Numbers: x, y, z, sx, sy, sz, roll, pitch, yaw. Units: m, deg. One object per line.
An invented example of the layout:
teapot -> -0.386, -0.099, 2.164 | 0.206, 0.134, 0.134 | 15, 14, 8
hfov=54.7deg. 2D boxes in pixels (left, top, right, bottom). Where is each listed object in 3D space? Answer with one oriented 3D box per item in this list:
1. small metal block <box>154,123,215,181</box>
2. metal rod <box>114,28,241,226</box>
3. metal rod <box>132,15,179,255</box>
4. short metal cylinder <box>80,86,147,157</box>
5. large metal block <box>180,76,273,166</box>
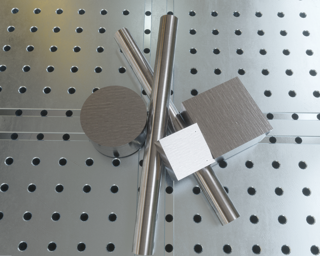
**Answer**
small metal block -> 0.028, 0.028, 0.364 | 0.050, 0.025, 0.050 | -24, 87, -17
metal rod -> 0.014, -0.014, 0.413 | 0.025, 0.025, 0.299 | -27, 73, -9
metal rod -> -0.004, -0.001, 0.387 | 0.025, 0.025, 0.299 | 6, 78, 2
short metal cylinder -> -0.056, -0.007, 0.397 | 0.081, 0.050, 0.080 | 0, 70, -1
large metal block -> 0.081, -0.007, 0.397 | 0.080, 0.050, 0.080 | -26, 72, -9
